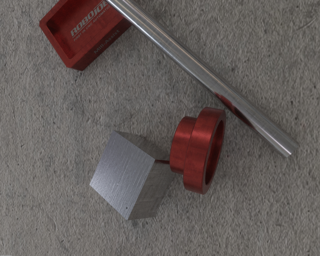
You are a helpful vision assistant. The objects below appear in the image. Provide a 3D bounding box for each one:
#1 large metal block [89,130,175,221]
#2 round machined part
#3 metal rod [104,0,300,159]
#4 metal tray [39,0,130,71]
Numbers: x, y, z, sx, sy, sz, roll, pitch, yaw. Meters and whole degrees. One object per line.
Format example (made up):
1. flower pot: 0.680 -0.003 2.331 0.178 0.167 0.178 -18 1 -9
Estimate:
1. large metal block: -0.033 0.058 0.394 0.080 0.050 0.080 31 101 37
2. round machined part: 0.042 0.023 0.355 0.042 0.098 0.097 13 95 19
3. metal rod: 0.042 -0.075 0.376 0.300 0.025 0.025 43 104 8
4. metal tray: -0.100 -0.156 0.441 0.130 0.030 0.090 -38 78 16
